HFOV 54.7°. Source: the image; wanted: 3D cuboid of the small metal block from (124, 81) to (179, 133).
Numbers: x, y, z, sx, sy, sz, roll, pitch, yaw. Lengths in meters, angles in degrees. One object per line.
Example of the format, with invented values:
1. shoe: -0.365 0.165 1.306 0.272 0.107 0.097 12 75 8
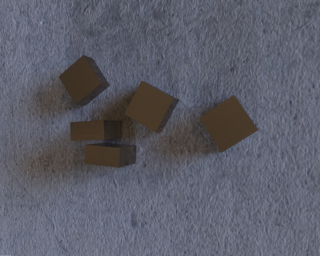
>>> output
1. small metal block: -0.011 -0.028 0.412 0.050 0.025 0.050 31 100 17

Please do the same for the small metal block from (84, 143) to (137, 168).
1. small metal block: -0.066 0.035 0.418 0.050 0.050 0.025 4 92 19

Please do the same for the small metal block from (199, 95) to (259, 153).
1. small metal block: 0.084 -0.005 0.379 0.050 0.025 0.050 -35 79 16

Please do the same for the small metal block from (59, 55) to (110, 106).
1. small metal block: -0.109 -0.068 0.446 0.050 0.025 0.050 -36 79 16

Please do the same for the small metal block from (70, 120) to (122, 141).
1. small metal block: -0.086 0.003 0.425 0.050 0.050 0.025 -3 89 19
